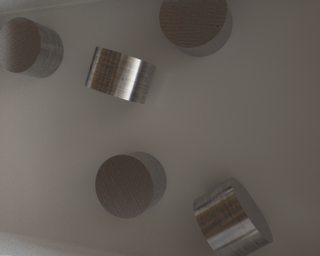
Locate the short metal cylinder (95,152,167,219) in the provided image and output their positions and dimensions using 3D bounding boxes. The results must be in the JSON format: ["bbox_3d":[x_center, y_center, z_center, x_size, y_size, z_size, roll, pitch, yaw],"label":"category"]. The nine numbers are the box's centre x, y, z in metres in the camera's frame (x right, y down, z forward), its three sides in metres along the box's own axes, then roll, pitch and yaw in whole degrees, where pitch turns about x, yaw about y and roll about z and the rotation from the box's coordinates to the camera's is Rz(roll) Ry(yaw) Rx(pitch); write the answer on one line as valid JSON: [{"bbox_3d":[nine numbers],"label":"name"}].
[{"bbox_3d":[-0.037,0.073,0.410,0.080,0.050,0.080,0,90,20],"label":"short metal cylinder"}]

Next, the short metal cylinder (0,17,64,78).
[{"bbox_3d":[-0.195,-0.119,0.466,0.080,0.050,0.080,0,90,20],"label":"short metal cylinder"}]

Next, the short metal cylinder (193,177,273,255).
[{"bbox_3d":[0.082,0.103,0.352,0.050,0.080,0.080,-36,79,16],"label":"short metal cylinder"}]

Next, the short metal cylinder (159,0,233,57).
[{"bbox_3d":[0.045,-0.133,0.381,0.080,0.050,0.080,0,90,20],"label":"short metal cylinder"}]

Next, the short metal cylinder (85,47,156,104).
[{"bbox_3d":[-0.051,-0.067,0.399,0.080,0.080,0.050,20,97,19],"label":"short metal cylinder"}]
